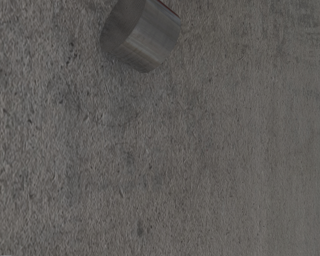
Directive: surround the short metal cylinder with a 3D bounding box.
[{"bbox_3d":[-0.023,-0.109,0.349,0.050,0.080,0.080,26,74,-37],"label":"short metal cylinder"}]
